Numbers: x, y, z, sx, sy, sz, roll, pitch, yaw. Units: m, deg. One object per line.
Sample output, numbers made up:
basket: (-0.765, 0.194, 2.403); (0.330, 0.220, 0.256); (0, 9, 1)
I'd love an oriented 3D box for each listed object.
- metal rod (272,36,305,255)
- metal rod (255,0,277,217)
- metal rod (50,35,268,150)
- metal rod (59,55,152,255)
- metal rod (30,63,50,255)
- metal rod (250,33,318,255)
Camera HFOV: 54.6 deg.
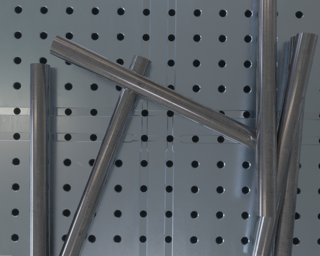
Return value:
metal rod: (0.174, 0.029, 0.414); (0.025, 0.025, 0.298); (5, 90, 0)
metal rod: (0.135, -0.042, 0.394); (0.025, 0.025, 0.299); (3, 82, 0)
metal rod: (0.009, -0.038, 0.393); (0.301, 0.025, 0.025); (25, 90, -8)
metal rod: (-0.075, 0.048, 0.412); (0.025, 0.025, 0.299); (20, 90, 0)
metal rod: (-0.160, 0.066, 0.412); (0.025, 0.025, 0.298); (0, 90, 0)
metal rod: (0.156, 0.032, 0.395); (0.025, 0.025, 0.298); (10, 95, 0)
